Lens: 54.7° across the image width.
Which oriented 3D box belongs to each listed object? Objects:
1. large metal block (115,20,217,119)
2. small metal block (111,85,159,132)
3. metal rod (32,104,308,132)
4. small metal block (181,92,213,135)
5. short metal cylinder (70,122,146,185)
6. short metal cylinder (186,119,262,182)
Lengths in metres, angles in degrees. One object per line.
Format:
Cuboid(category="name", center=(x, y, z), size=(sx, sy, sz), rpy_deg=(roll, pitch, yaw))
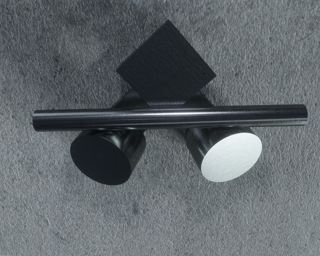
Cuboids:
Cuboid(category="large metal block", center=(0.007, -0.070, 0.370), size=(0.080, 0.050, 0.080), rpy_deg=(-40, 106, 13))
Cuboid(category="small metal block", center=(-0.030, -0.023, 0.402), size=(0.050, 0.025, 0.050), rpy_deg=(-42, 105, 12))
Cuboid(category="metal rod", center=(0.011, -0.011, 0.352), size=(0.302, 0.025, 0.025), rpy_deg=(-1, 110, 0))
Cuboid(category="small metal block", center=(0.042, -0.021, 0.403), size=(0.050, 0.025, 0.050), rpy_deg=(-41, 105, 13))
Cuboid(category="short metal cylinder", center=(-0.064, 0.026, 0.391), size=(0.080, 0.050, 0.079), rpy_deg=(11, 129, 14))
Cuboid(category="short metal cylinder", center=(0.079, 0.022, 0.392), size=(0.081, 0.050, 0.079), rpy_deg=(-12, 130, -14))
